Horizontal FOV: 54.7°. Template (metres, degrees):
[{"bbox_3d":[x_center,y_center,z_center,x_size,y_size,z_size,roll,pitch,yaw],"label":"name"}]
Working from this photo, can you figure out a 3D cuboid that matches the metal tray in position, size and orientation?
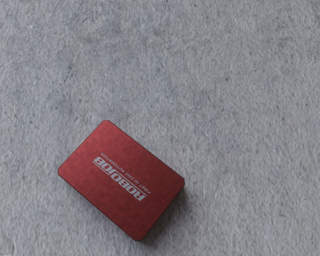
[{"bbox_3d":[-0.046,0.063,0.382,0.130,0.030,0.090,37,74,12],"label":"metal tray"}]
